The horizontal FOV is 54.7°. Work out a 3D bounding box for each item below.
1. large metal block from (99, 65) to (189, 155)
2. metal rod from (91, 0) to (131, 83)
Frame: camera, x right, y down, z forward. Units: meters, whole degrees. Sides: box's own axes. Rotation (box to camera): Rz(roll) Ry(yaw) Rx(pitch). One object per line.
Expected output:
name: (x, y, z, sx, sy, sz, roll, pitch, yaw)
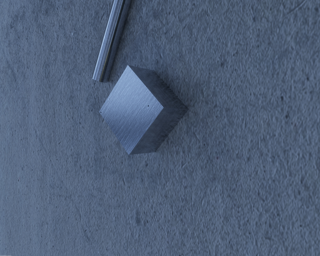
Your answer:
large metal block: (-0.023, -0.023, 0.406, 0.080, 0.050, 0.080, 52, 120, 27)
metal rod: (-0.046, -0.210, 0.440, 0.025, 0.025, 0.298, 31, 109, 35)
